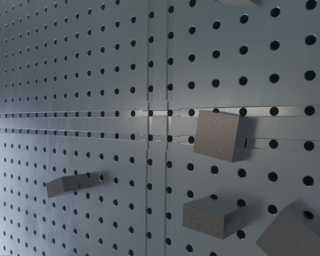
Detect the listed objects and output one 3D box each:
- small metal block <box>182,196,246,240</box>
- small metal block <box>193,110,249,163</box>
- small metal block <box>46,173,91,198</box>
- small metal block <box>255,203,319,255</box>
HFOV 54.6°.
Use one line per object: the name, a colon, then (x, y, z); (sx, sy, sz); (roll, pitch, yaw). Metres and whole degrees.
small metal block: (0.061, 0.097, 0.344); (0.050, 0.050, 0.025); (5, 93, 40)
small metal block: (0.069, 0.008, 0.353); (0.050, 0.025, 0.050); (13, 98, 39)
small metal block: (-0.155, 0.097, 0.523); (0.050, 0.050, 0.025); (-24, 75, 37)
small metal block: (0.131, 0.111, 0.302); (0.050, 0.025, 0.050); (43, 116, 31)
